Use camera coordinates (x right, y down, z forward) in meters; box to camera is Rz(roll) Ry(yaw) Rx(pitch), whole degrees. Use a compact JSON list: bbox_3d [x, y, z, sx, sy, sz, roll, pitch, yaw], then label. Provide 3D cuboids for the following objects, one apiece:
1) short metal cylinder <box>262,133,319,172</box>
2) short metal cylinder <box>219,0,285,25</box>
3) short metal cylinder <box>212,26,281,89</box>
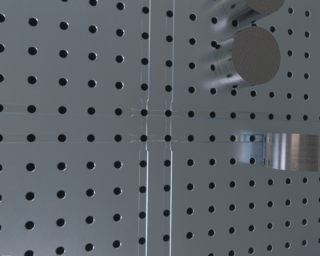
[{"bbox_3d":[0.194,0.034,0.455,0.081,0.080,0.050,3,89,-20],"label":"short metal cylinder"},{"bbox_3d":[0.134,-0.197,0.448,0.081,0.050,0.079,0,90,-20],"label":"short metal cylinder"},{"bbox_3d":[0.123,-0.099,0.444,0.081,0.050,0.079,0,90,-20],"label":"short metal cylinder"}]
